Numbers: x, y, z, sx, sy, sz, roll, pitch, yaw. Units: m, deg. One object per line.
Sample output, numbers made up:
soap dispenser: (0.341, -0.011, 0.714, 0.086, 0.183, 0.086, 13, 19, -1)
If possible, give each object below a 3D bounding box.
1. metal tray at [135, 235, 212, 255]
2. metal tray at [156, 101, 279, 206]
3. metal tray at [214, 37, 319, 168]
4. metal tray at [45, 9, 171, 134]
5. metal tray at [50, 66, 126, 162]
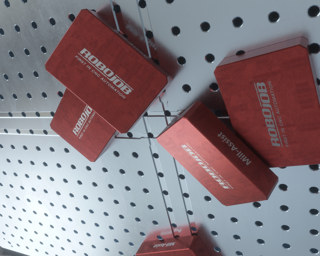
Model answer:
metal tray: (0.031, 0.236, 0.538, 0.130, 0.030, 0.090, -23, 106, 36)
metal tray: (0.065, 0.036, 0.376, 0.130, 0.030, 0.090, 44, 152, -3)
metal tray: (0.122, -0.020, 0.332, 0.090, 0.030, 0.130, -10, 113, 32)
metal tray: (-0.063, -0.068, 0.379, 0.130, 0.030, 0.090, 40, 107, 0)
metal tray: (-0.100, -0.018, 0.450, 0.090, 0.030, 0.129, 40, 129, 1)
